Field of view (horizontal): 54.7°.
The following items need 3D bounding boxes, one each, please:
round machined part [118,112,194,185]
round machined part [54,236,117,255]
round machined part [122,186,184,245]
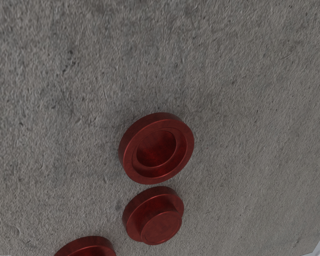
[{"bbox_3d":[-0.008,0.022,0.405,0.099,0.042,0.097,-14,124,-21],"label":"round machined part"},{"bbox_3d":[-0.112,0.215,0.467,0.099,0.042,0.097,-14,124,-21],"label":"round machined part"},{"bbox_3d":[-0.005,0.142,0.481,0.099,0.042,0.097,-14,124,-21],"label":"round machined part"}]
